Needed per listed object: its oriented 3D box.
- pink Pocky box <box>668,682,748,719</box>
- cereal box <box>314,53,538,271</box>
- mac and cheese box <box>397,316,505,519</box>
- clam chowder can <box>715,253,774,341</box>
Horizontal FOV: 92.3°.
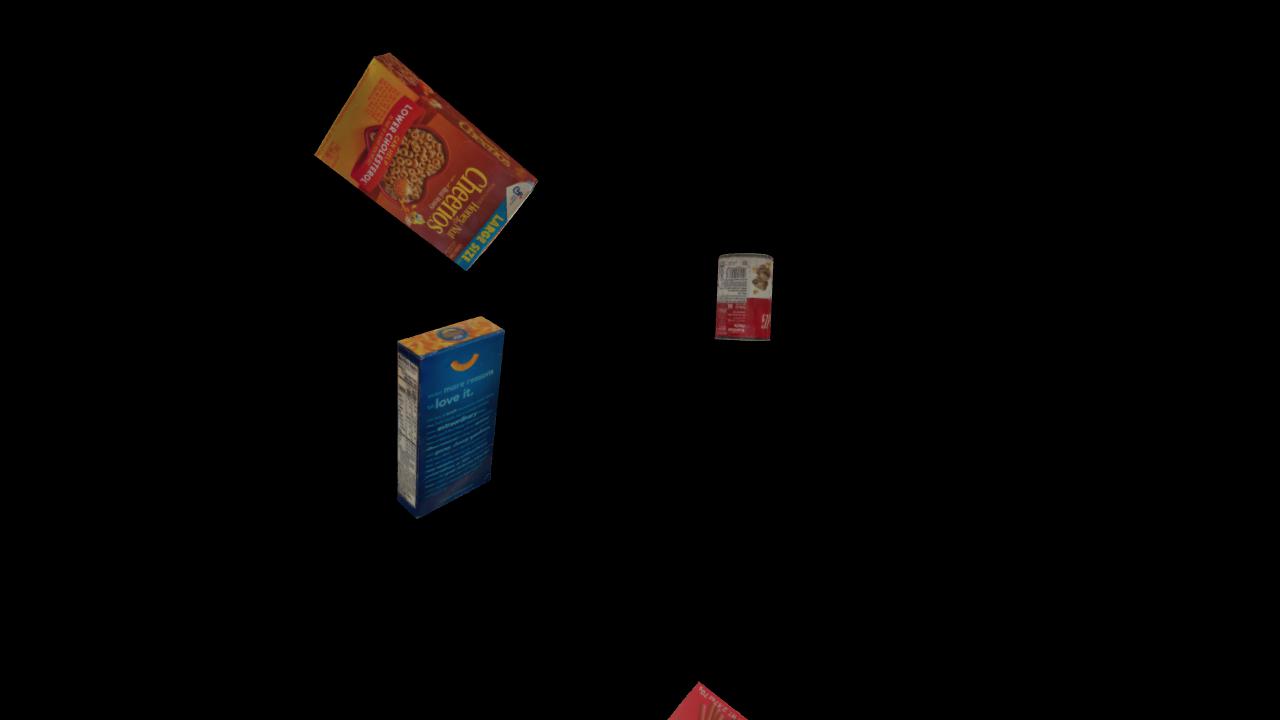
[{"bbox_3d":[0.034,0.336,0.475,0.084,0.029,0.155,24,39,34],"label":"pink Pocky box"},{"bbox_3d":[-0.354,-0.323,1.040,0.203,0.306,0.081,-41,22,25],"label":"cereal box"},{"bbox_3d":[-0.181,0.056,0.585,0.041,0.184,0.093,30,33,29],"label":"mac and cheese box"},{"bbox_3d":[0.126,-0.075,0.745,0.068,0.102,0.068,1,3,0],"label":"clam chowder can"}]
